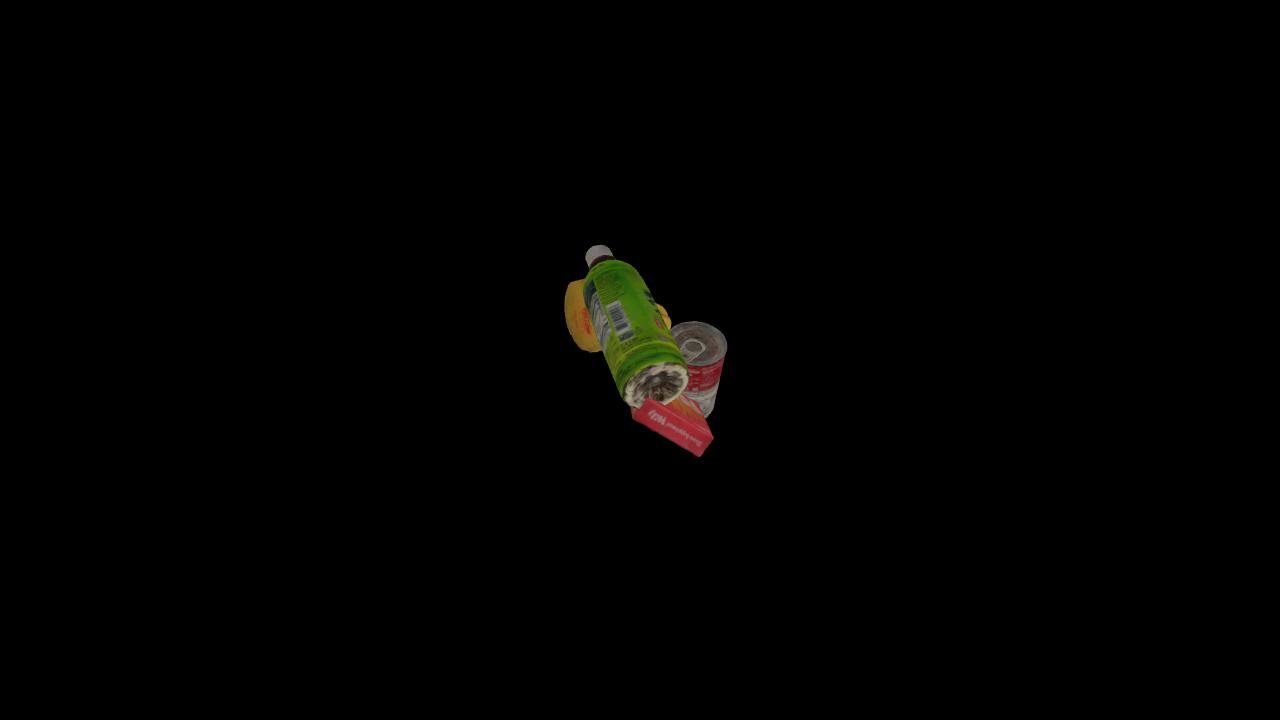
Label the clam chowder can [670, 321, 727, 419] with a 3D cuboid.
[{"bbox_3d":[0.058,0.016,0.696,0.068,0.068,0.102,0,-44,-3],"label":"clam chowder can"}]

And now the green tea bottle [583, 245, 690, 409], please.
[{"bbox_3d":[-0.016,-0.048,0.640,0.073,0.212,0.073,-14,-39,-12],"label":"green tea bottle"}]

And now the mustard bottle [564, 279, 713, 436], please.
[{"bbox_3d":[-0.023,-0.048,0.704,0.054,0.092,0.184,-10,13,-32],"label":"mustard bottle"}]

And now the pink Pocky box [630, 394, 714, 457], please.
[{"bbox_3d":[0.026,0.041,0.668,0.084,0.029,0.155,32,14,-15],"label":"pink Pocky box"}]
